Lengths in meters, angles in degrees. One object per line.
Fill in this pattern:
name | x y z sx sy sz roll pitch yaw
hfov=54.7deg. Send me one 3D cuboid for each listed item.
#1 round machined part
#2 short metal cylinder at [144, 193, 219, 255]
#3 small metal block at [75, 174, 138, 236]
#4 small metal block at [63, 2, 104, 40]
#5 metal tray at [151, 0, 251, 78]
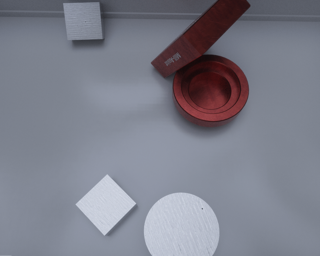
round machined part | 0.066 -0.047 0.418 0.099 0.042 0.098 0 70 -1
short metal cylinder | 0.023 0.118 0.354 0.081 0.050 0.080 0 70 0
small metal block | -0.063 0.093 0.375 0.050 0.025 0.050 43 75 13
small metal block | -0.109 -0.155 0.451 0.050 0.025 0.050 -2 109 -1
metal tray | 0.045 -0.116 0.397 0.030 0.130 0.090 46 75 -11
